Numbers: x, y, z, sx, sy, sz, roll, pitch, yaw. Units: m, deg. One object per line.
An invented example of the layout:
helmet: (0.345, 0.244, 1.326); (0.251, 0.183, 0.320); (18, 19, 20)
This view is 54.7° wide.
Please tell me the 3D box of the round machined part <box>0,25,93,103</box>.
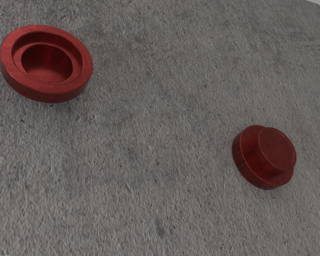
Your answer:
round machined part: (-0.133, -0.070, 0.364); (0.099, 0.042, 0.098); (14, 56, -21)

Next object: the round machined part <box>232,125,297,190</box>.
round machined part: (0.159, 0.038, 0.455); (0.099, 0.042, 0.098); (14, 56, -21)
